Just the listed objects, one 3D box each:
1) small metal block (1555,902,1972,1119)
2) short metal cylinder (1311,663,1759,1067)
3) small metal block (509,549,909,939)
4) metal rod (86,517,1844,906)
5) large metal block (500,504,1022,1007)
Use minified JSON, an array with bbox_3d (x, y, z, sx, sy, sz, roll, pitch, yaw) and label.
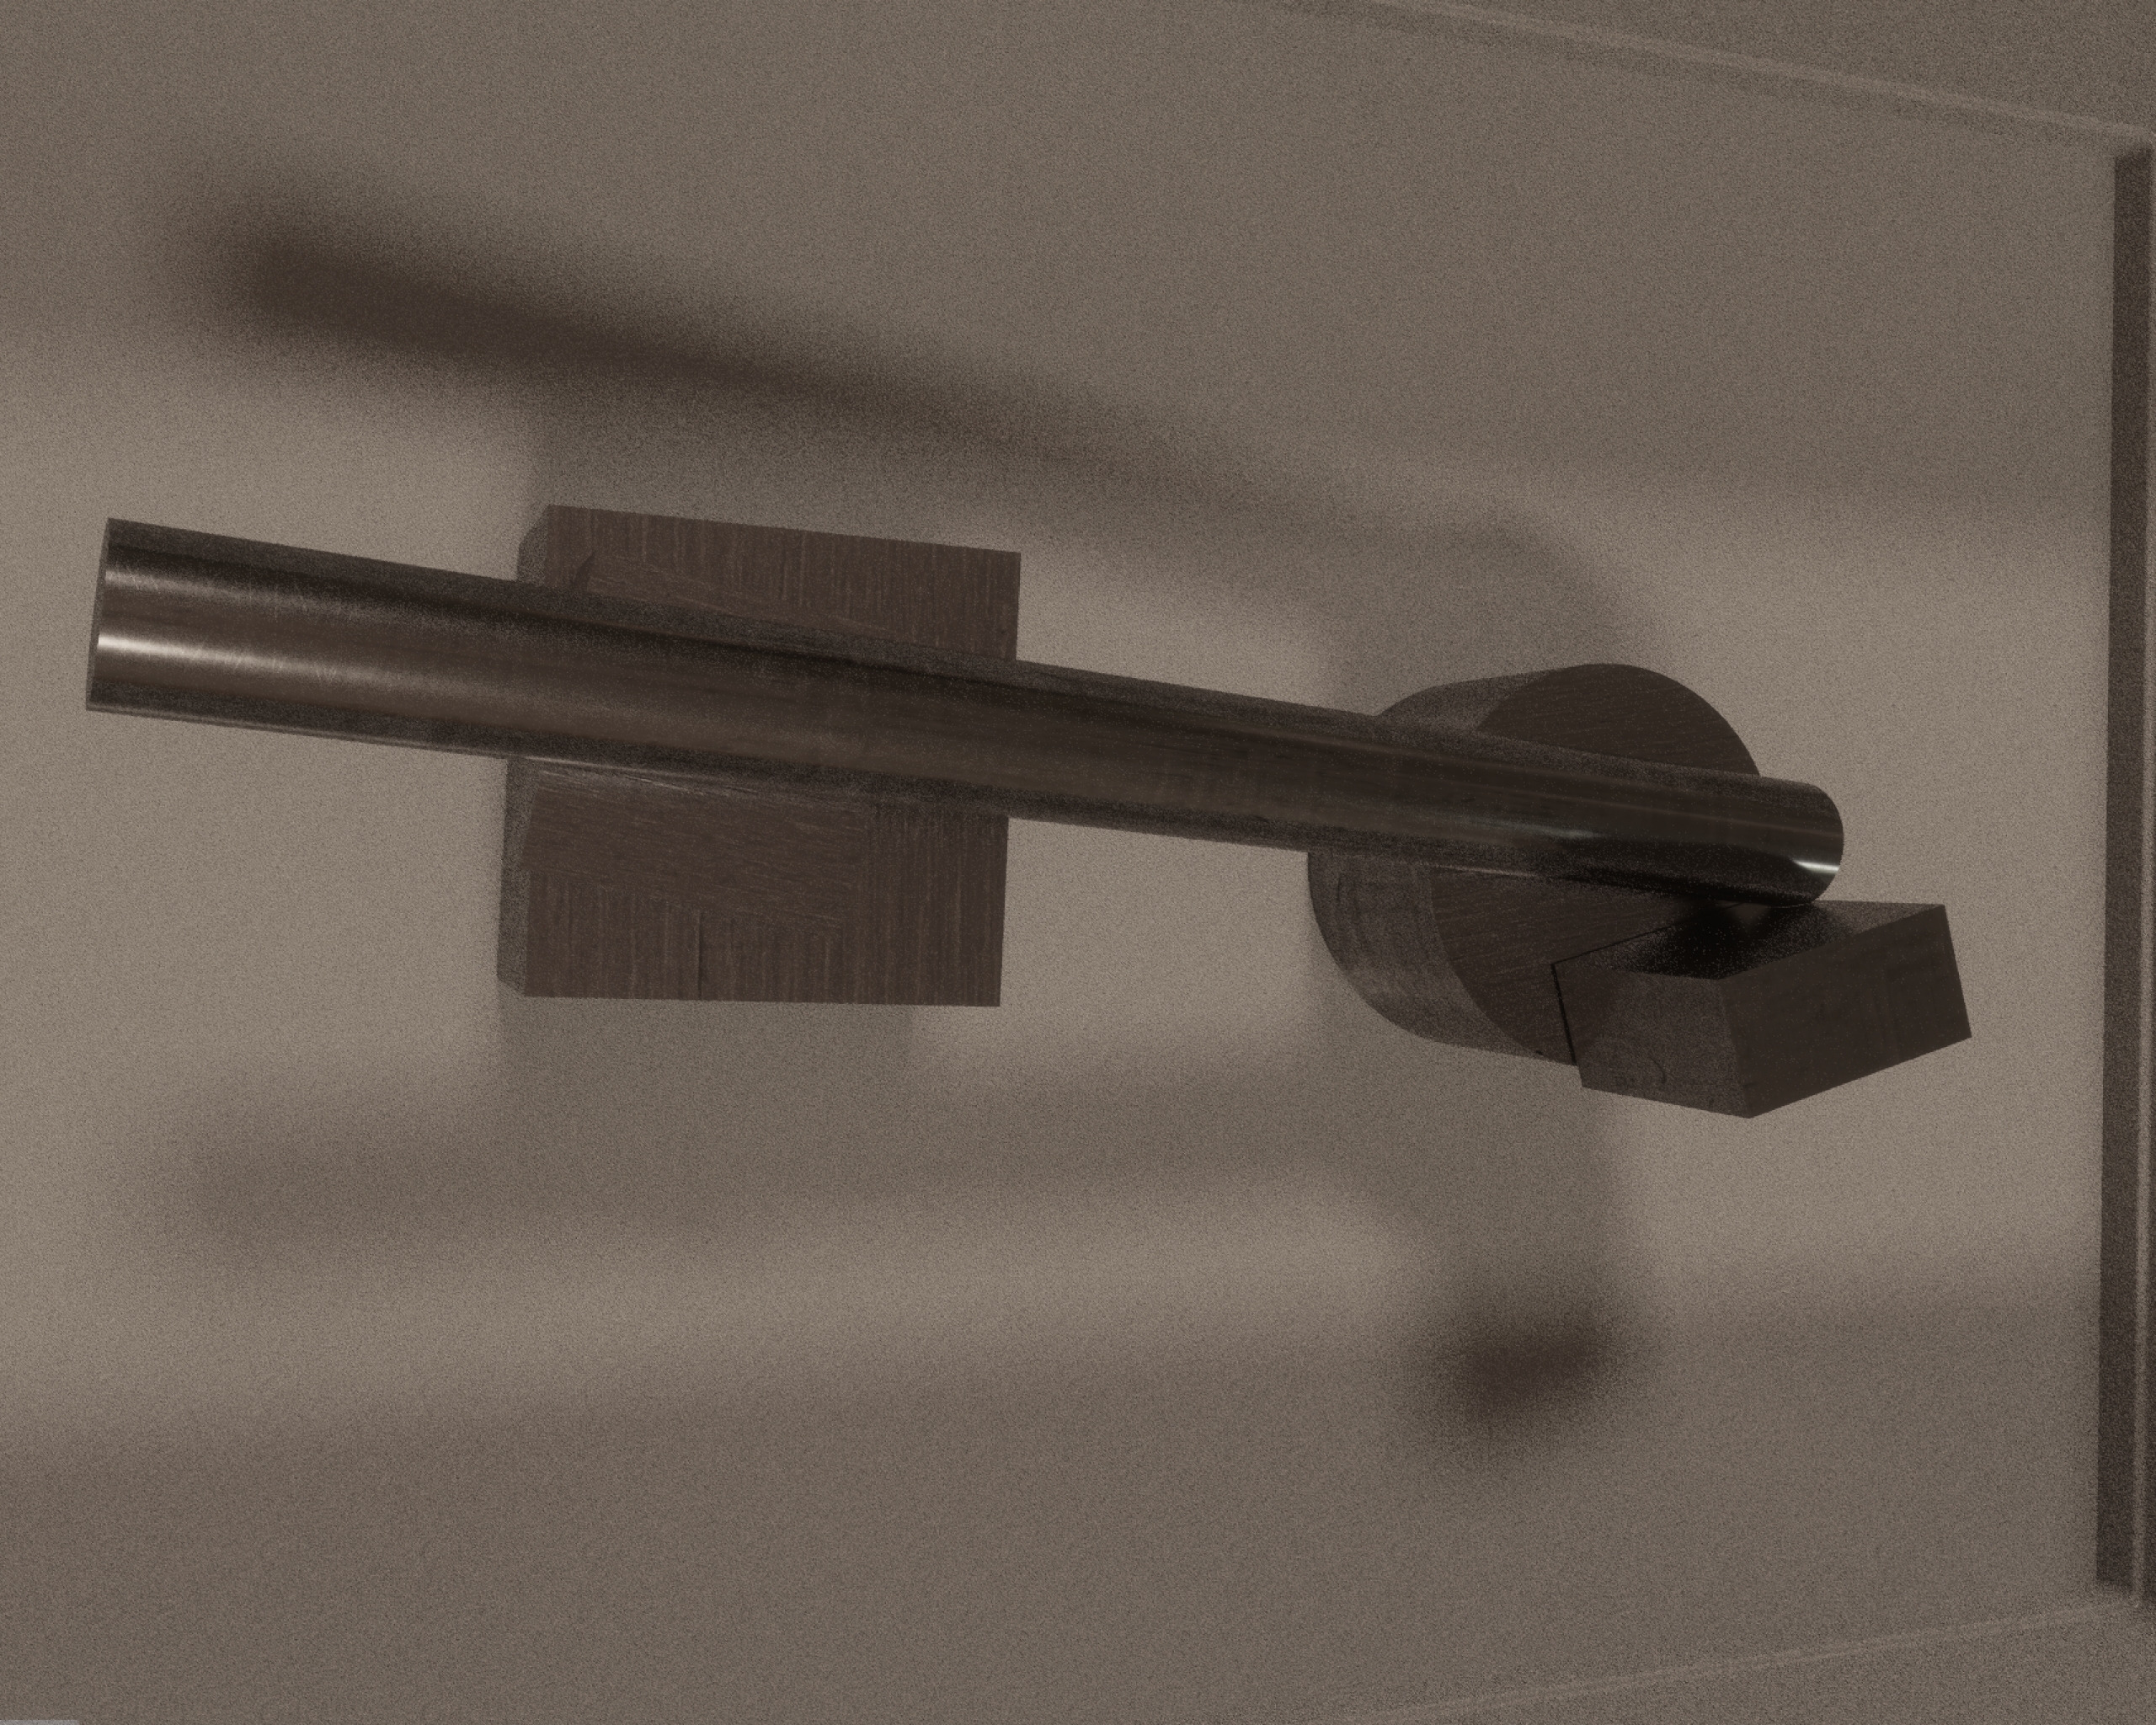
[{"bbox_3d":[0.127,0.026,0.390,0.050,0.050,0.025,-15,96,-20],"label":"small metal block"},{"bbox_3d":[0.096,0.001,0.432,0.081,0.050,0.079,0,90,-21],"label":"short metal cylinder"},{"bbox_3d":[-0.060,-0.018,0.334,0.050,0.025,0.050,14,85,-20],"label":"small metal block"},{"bbox_3d":[0.007,-0.018,0.338,0.302,0.025,0.025,6,88,-28],"label":"metal rod"},{"bbox_3d":[-0.058,-0.017,0.373,0.081,0.050,0.079,3,89,-20],"label":"large metal block"}]
